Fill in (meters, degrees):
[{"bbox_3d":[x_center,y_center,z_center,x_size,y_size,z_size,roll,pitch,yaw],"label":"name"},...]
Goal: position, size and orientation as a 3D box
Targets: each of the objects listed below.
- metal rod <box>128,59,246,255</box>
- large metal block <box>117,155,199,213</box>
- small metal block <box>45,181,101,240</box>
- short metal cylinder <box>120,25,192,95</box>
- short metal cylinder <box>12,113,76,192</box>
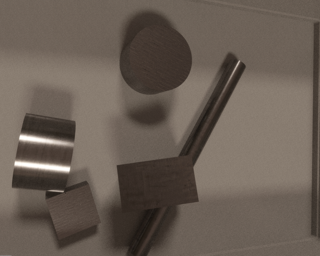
[{"bbox_3d":[0.042,0.035,0.427,0.025,0.025,0.300,33,79,-18],"label":"metal rod"},{"bbox_3d":[-0.004,0.066,0.366,0.081,0.080,0.050,-8,80,-3],"label":"large metal block"},{"bbox_3d":[-0.104,0.097,0.373,0.050,0.025,0.050,-18,96,-20],"label":"small metal block"},{"bbox_3d":[-0.006,-0.085,0.396,0.081,0.050,0.079,0,90,-21],"label":"short metal cylinder"},{"bbox_3d":[-0.125,0.027,0.336,0.050,0.080,0.080,10,87,-20],"label":"short metal cylinder"}]
